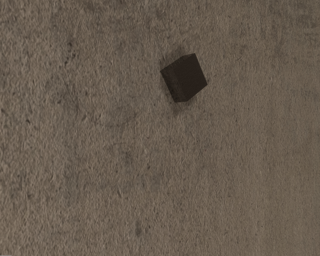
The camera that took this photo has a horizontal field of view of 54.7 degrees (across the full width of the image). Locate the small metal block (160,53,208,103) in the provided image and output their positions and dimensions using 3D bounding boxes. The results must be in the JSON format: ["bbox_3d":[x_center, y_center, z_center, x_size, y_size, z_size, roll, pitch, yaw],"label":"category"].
[{"bbox_3d":[0.035,-0.070,0.436,0.050,0.025,0.050,-40,115,-33],"label":"small metal block"}]
